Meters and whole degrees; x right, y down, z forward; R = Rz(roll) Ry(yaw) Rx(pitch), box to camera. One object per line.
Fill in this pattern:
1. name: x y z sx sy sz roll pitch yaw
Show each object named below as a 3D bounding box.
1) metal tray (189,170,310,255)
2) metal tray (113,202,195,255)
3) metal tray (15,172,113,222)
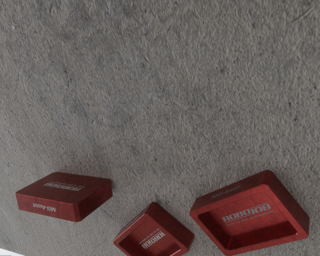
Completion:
1. metal tray: 0.116 0.119 0.415 0.130 0.030 0.090 -34 100 38
2. metal tray: -0.014 0.190 0.528 0.090 0.030 0.129 41 129 0
3. metal tray: -0.157 0.109 0.512 0.130 0.090 0.030 2 107 27
